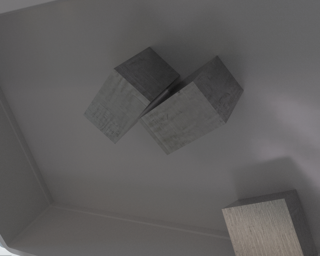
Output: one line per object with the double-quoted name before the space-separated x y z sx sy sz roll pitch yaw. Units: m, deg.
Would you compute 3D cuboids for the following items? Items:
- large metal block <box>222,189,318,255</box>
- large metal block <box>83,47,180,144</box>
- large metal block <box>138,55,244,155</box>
"large metal block" 0.134 0.127 0.380 0.080 0.050 0.080 -22 79 36
"large metal block" -0.032 -0.040 0.366 0.050 0.080 0.080 43 129 -1
"large metal block" 0.036 -0.025 0.339 0.080 0.080 0.050 -33 100 38
